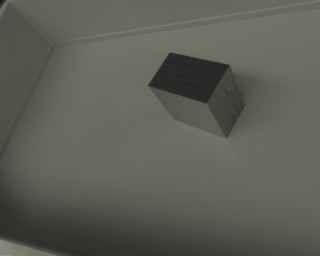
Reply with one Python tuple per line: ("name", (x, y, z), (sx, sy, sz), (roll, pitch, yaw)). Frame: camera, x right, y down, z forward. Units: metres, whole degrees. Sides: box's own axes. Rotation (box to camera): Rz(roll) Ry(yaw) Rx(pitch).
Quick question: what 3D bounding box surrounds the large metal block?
("large metal block", (0.046, -0.038, 0.369), (0.080, 0.080, 0.050), (22, 74, 35))
